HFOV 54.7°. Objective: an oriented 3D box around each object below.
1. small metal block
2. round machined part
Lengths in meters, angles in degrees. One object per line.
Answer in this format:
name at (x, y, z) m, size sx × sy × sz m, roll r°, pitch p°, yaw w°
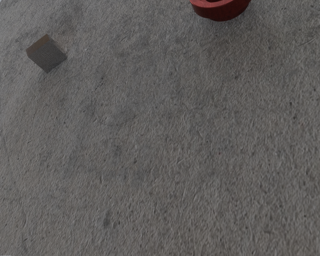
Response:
small metal block at (-0.212, -0.139, 0.582) m, size 0.050 × 0.050 × 0.025 m, roll -36°, pitch 52°, yaw 4°
round machined part at (0.096, -0.200, 0.464) m, size 0.098 × 0.042 × 0.098 m, roll -13°, pitch 56°, yaw 20°
